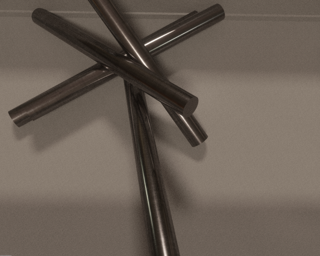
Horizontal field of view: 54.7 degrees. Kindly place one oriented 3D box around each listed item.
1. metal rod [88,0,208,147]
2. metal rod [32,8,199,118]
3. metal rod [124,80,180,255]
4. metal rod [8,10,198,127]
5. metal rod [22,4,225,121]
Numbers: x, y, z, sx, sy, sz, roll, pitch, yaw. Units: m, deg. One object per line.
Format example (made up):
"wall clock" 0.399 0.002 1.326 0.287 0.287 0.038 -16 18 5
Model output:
"metal rod" -0.034 -0.102 0.383 0.025 0.025 0.299 -38 99 -13
"metal rod" -0.076 -0.096 0.397 0.300 0.025 0.025 35 73 29
"metal rod" -0.015 0.029 0.333 0.025 0.025 0.300 -10 45 -4
"metal rod" -0.068 -0.089 0.441 0.301 0.025 0.025 -32 73 -11
"metal rod" -0.040 -0.095 0.422 0.302 0.025 0.025 -31 73 -12
